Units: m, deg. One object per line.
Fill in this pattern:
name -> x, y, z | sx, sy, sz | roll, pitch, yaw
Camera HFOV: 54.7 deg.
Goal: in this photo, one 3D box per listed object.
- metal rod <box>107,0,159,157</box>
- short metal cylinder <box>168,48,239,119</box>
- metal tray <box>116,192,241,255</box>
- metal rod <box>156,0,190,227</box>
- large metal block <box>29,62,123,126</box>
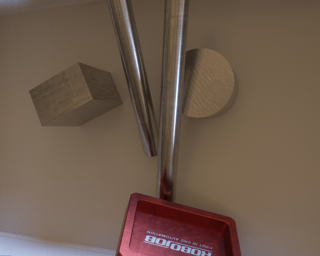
metal rod -> -0.036, -0.098, 0.346 | 0.025, 0.025, 0.298 | -1, 120, 20
short metal cylinder -> 0.053, -0.052, 0.378 | 0.080, 0.050, 0.079 | 0, 90, 19
metal tray -> 0.022, 0.127, 0.342 | 0.131, 0.090, 0.030 | 16, 120, -5
metal rod -> 0.011, -0.004, 0.358 | 0.025, 0.025, 0.298 | 10, 111, 19
large metal block -> -0.110, -0.041, 0.419 | 0.080, 0.080, 0.050 | -25, 82, 18
